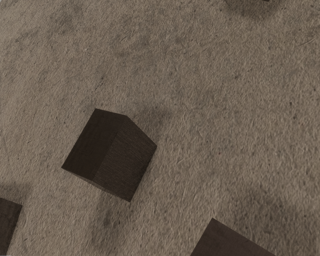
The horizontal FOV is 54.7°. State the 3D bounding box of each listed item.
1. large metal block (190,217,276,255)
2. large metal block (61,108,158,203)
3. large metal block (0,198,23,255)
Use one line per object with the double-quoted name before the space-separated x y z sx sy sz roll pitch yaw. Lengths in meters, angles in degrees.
"large metal block" 0.075 0.125 0.252 0.080 0.080 0.050 24 75 36
"large metal block" -0.057 0.034 0.376 0.050 0.080 0.080 14 69 33
"large metal block" -0.253 0.140 0.432 0.080 0.050 0.080 -6 59 25
